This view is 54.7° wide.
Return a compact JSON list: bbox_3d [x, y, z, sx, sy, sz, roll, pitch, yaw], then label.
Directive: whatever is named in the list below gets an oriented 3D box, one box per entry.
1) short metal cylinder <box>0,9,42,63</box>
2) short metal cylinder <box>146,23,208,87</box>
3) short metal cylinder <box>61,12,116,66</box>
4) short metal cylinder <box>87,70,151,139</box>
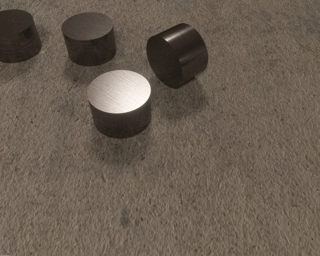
[{"bbox_3d":[-0.244,-0.152,0.512,0.081,0.050,0.080,0,50,0],"label":"short metal cylinder"},{"bbox_3d":[0.024,-0.107,0.458,0.050,0.080,0.080,-33,58,-24],"label":"short metal cylinder"},{"bbox_3d":[-0.115,-0.146,0.508,0.081,0.050,0.080,0,50,0],"label":"short metal cylinder"},{"bbox_3d":[-0.052,-0.032,0.413,0.081,0.050,0.080,0,50,0],"label":"short metal cylinder"}]
